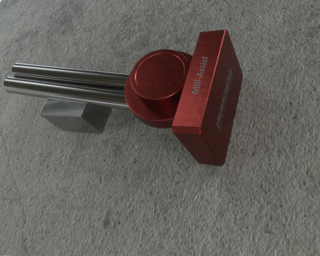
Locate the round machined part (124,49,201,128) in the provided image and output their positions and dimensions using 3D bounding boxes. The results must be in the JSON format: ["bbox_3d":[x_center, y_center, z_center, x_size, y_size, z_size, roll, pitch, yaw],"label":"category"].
[{"bbox_3d":[0.005,-0.052,0.360,0.098,0.042,0.098,-6,63,13],"label":"round machined part"}]

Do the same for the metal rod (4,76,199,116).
[{"bbox_3d":[-0.080,-0.041,0.414,0.301,0.025,0.025,9,66,18],"label":"metal rod"}]

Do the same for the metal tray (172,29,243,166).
[{"bbox_3d":[0.059,-0.033,0.351,0.030,0.090,0.130,4,63,30],"label":"metal tray"}]

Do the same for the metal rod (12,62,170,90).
[{"bbox_3d":[-0.072,-0.065,0.424,0.301,0.025,0.025,9,65,17],"label":"metal rod"}]

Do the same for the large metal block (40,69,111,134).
[{"bbox_3d":[-0.120,-0.040,0.470,0.080,0.050,0.080,4,63,29],"label":"large metal block"}]
